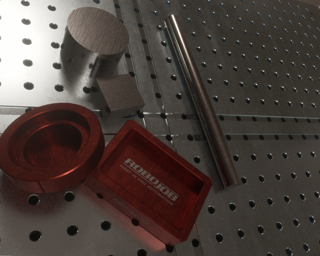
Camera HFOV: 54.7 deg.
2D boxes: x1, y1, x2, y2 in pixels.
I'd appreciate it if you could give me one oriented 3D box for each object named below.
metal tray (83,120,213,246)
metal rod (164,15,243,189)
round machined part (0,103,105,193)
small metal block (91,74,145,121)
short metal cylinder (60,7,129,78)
[{"bbox_3d":[-0.011,0.062,0.362,0.130,0.030,0.090,38,51,-3],"label":"metal tray"},{"bbox_3d":[0.059,-0.054,0.474,0.025,0.025,0.299,-2,63,-30],"label":"metal rod"},{"bbox_3d":[-0.104,0.023,0.310,0.099,0.042,0.098,-2,48,2],"label":"round machined part"},{"bbox_3d":[-0.055,-0.041,0.405,0.050,0.025,0.050,-15,70,-34],"label":"small metal block"},{"bbox_3d":[-0.088,-0.114,0.415,0.081,0.050,0.080,14,56,-21],"label":"short metal cylinder"}]
